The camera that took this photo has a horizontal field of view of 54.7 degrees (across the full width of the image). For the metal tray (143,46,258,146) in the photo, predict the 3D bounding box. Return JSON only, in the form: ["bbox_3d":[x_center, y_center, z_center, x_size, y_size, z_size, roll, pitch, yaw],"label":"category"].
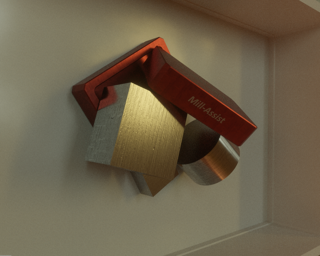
[{"bbox_3d":[0.044,-0.039,0.363,0.131,0.090,0.030,31,108,-21],"label":"metal tray"}]

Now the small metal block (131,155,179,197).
[{"bbox_3d":[-0.009,0.052,0.399,0.050,0.025,0.050,-36,112,-34],"label":"small metal block"}]

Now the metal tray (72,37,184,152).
[{"bbox_3d":[-0.029,-0.043,0.378,0.131,0.030,0.090,-41,115,-32],"label":"metal tray"}]

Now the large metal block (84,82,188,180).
[{"bbox_3d":[-0.023,0.006,0.329,0.080,0.050,0.080,21,77,-38],"label":"large metal block"}]

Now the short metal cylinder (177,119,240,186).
[{"bbox_3d":[0.061,0.031,0.423,0.050,0.080,0.080,47,62,-30],"label":"short metal cylinder"}]
